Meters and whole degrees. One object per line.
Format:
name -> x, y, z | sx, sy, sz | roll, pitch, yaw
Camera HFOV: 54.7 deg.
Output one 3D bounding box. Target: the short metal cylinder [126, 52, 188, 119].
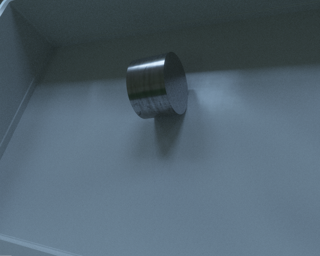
short metal cylinder -> -0.001, -0.054, 0.403 | 0.050, 0.080, 0.080 | -7, 59, 24
